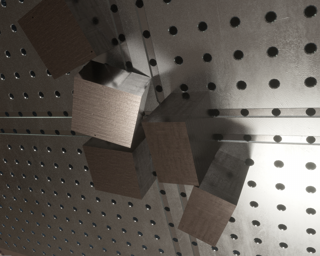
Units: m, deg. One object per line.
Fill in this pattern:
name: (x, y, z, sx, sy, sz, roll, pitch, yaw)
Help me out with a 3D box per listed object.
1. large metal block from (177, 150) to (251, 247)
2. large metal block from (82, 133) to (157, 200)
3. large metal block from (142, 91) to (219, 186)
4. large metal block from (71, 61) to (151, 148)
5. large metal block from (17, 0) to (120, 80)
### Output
large metal block: (0.069, 0.086, 0.392, 0.050, 0.080, 0.079, 24, 127, 13)
large metal block: (-0.057, 0.051, 0.455, 0.080, 0.050, 0.079, 6, 121, 25)
large metal block: (0.028, 0.010, 0.366, 0.050, 0.080, 0.080, 0, 118, 28)
large metal block: (-0.063, -0.030, 0.397, 0.080, 0.050, 0.079, 17, 126, 2)
large metal block: (-0.111, -0.116, 0.380, 0.080, 0.050, 0.080, -18, 109, 34)
